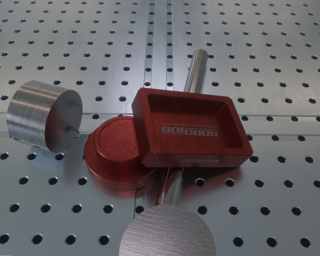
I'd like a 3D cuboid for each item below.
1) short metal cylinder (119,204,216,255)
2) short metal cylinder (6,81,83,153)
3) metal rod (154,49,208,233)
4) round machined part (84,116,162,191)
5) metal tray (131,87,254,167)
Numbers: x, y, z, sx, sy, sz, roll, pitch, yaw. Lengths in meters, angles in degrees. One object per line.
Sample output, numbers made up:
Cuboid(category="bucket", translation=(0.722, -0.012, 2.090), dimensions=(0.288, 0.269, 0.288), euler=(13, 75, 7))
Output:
Cuboid(category="short metal cylinder", translation=(0.006, 0.111, 0.280), dimensions=(0.081, 0.050, 0.080), euler=(1, 74, -2))
Cuboid(category="short metal cylinder", translation=(-0.139, -0.014, 0.383), dimensions=(0.050, 0.080, 0.080), euler=(15, 52, 12))
Cuboid(category="metal rod", translation=(0.033, -0.007, 0.413), dimensions=(0.025, 0.025, 0.300), euler=(10, 51, 8))
Cuboid(category="round machined part", translation=(-0.043, 0.023, 0.377), dimensions=(0.099, 0.042, 0.098), euler=(0, 50, 0))
Cuboid(category="metal tray", translation=(0.038, 0.000, 0.370), dimensions=(0.131, 0.030, 0.090), euler=(3, 54, -23))
